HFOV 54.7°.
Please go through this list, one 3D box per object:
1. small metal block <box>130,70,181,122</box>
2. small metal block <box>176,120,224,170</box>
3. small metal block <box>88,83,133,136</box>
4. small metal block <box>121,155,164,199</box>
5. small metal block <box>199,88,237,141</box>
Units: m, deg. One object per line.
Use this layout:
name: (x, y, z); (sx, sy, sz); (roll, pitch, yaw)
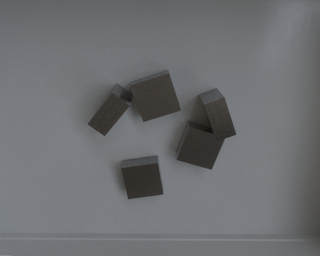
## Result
small metal block: (-0.005, -0.041, 0.396); (0.050, 0.025, 0.050); (-17, 110, 6)
small metal block: (0.054, 0.023, 0.421); (0.050, 0.025, 0.050); (17, 109, -7)
small metal block: (-0.061, -0.024, 0.388); (0.025, 0.050, 0.050); (38, 106, -13)
small metal block: (-0.024, 0.069, 0.437); (0.050, 0.025, 0.050); (-8, 110, 2)
small metal block: (0.072, -0.018, 0.392); (0.025, 0.050, 0.050); (-20, 109, 6)
